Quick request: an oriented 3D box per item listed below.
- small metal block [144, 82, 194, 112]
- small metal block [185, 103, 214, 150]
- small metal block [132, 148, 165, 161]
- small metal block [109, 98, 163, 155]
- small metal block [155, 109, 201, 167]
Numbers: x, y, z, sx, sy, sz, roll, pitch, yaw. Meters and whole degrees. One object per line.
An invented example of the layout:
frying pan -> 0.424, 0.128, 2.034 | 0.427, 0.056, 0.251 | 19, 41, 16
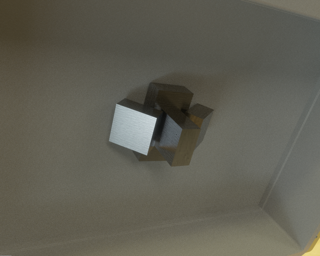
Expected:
small metal block -> 0.009, -0.028, 0.393 | 0.050, 0.025, 0.050 | 2, 118, -30
small metal block -> 0.046, -0.001, 0.415 | 0.050, 0.025, 0.050 | -35, 145, -60
small metal block -> -0.004, 0.016, 0.414 | 0.050, 0.025, 0.050 | 3, 117, -29
small metal block -> -0.029, -0.002, 0.372 | 0.050, 0.025, 0.050 | 20, 115, 10
small metal block -> 0.019, 0.011, 0.374 | 0.025, 0.050, 0.050 | 0, 118, -29
